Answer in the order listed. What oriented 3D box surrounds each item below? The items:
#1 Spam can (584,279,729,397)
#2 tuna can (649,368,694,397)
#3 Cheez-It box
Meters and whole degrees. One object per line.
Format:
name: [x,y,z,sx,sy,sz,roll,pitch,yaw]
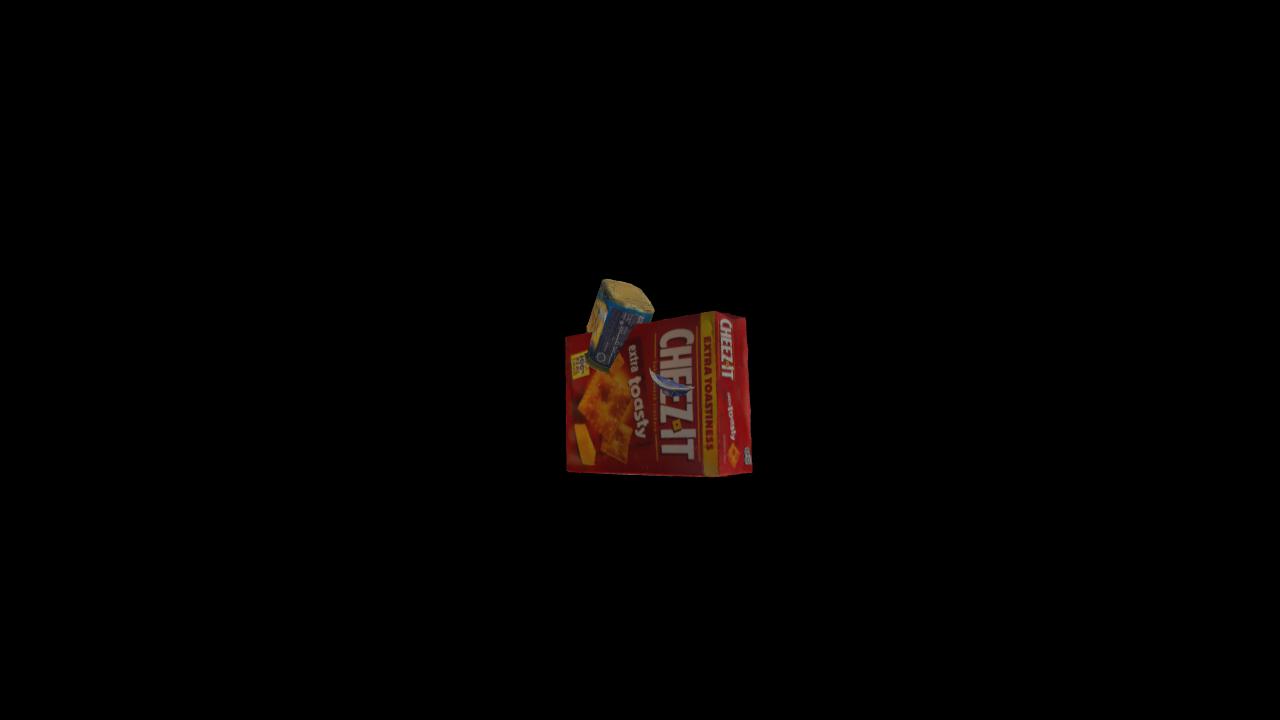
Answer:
Spam can: [-0.028,-0.040,0.718,0.058,0.085,0.101,13,20,-19]
tuna can: [0.054,0.013,0.649,0.084,0.034,0.084,-11,38,9]
Cheez-It box: [0.013,0.045,0.684,0.223,0.166,0.071,-7,-9,40]
